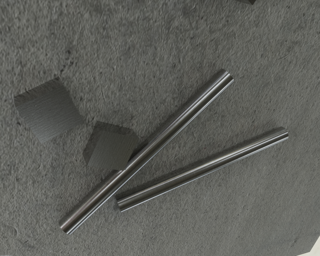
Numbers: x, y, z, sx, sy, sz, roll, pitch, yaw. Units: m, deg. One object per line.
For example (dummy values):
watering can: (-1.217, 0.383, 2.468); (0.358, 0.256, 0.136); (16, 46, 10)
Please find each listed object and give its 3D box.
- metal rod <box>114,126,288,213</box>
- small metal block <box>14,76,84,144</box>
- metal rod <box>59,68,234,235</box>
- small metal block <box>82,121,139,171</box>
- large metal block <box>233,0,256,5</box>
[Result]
metal rod: (0.075, 0.059, 0.486); (0.302, 0.025, 0.025); (-20, 127, -17)
small metal block: (-0.118, -0.019, 0.331); (0.050, 0.025, 0.050); (-28, 128, -11)
metal rod: (-0.019, 0.032, 0.417); (0.300, 0.025, 0.025); (-43, 130, 1)
small metal block: (-0.062, 0.023, 0.389); (0.050, 0.025, 0.050); (15, 111, -35)
large metal block: (0.084, -0.190, 0.320); (0.080, 0.050, 0.080); (28, 103, -38)
